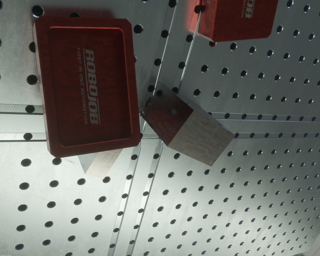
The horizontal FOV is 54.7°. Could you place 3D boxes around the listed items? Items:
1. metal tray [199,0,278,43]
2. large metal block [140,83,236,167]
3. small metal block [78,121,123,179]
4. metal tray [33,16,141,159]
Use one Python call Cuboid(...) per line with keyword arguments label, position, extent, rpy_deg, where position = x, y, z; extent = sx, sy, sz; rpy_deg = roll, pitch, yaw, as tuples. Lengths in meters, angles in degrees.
Cuboid(label="metal tray", position=(0.097, -0.170, 0.358), extent=(0.091, 0.030, 0.129), rpy_deg=(-11, 124, -23))
Cuboid(label="large metal block", position=(0.034, -0.004, 0.393), extent=(0.080, 0.080, 0.050), rpy_deg=(27, 104, -38))
Cuboid(label="small metal block", position=(-0.073, 0.024, 0.371), extent=(0.025, 0.050, 0.050), rpy_deg=(24, 105, -37))
Cuboid(label="metal tray", position=(-0.071, -0.041, 0.311), extent=(0.091, 0.030, 0.129), rpy_deg=(-8, 98, -25))
